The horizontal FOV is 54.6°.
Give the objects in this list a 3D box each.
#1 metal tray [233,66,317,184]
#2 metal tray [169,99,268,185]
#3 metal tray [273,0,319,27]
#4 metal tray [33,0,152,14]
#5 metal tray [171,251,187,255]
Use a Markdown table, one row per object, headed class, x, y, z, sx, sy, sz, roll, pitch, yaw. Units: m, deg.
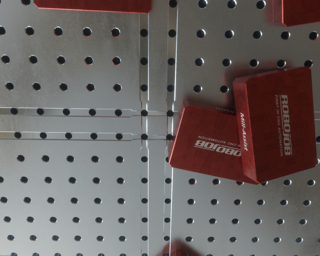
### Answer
| class | x | y | z | sx | sy | sz | roll | pitch | yaw |
| --- | --- | --- | --- | --- | --- | --- | --- | --- | --- |
| metal tray | 0.145 | -0.005 | 0.387 | 0.091 | 0.030 | 0.129 | -13 | 103 | -14 |
| metal tray | 0.085 | 0.020 | 0.419 | 0.131 | 0.030 | 0.089 | 12 | 110 | -5 |
| metal tray | 0.175 | -0.186 | 0.344 | 0.090 | 0.030 | 0.129 | -8 | 110 | 3 |
| metal tray | -0.073 | -0.178 | 0.345 | 0.131 | 0.030 | 0.089 | 2 | 110 | -1 |
| metal tray | 0.020 | 0.273 | 0.510 | 0.090 | 0.030 | 0.130 | 40 | 105 | -13 |
